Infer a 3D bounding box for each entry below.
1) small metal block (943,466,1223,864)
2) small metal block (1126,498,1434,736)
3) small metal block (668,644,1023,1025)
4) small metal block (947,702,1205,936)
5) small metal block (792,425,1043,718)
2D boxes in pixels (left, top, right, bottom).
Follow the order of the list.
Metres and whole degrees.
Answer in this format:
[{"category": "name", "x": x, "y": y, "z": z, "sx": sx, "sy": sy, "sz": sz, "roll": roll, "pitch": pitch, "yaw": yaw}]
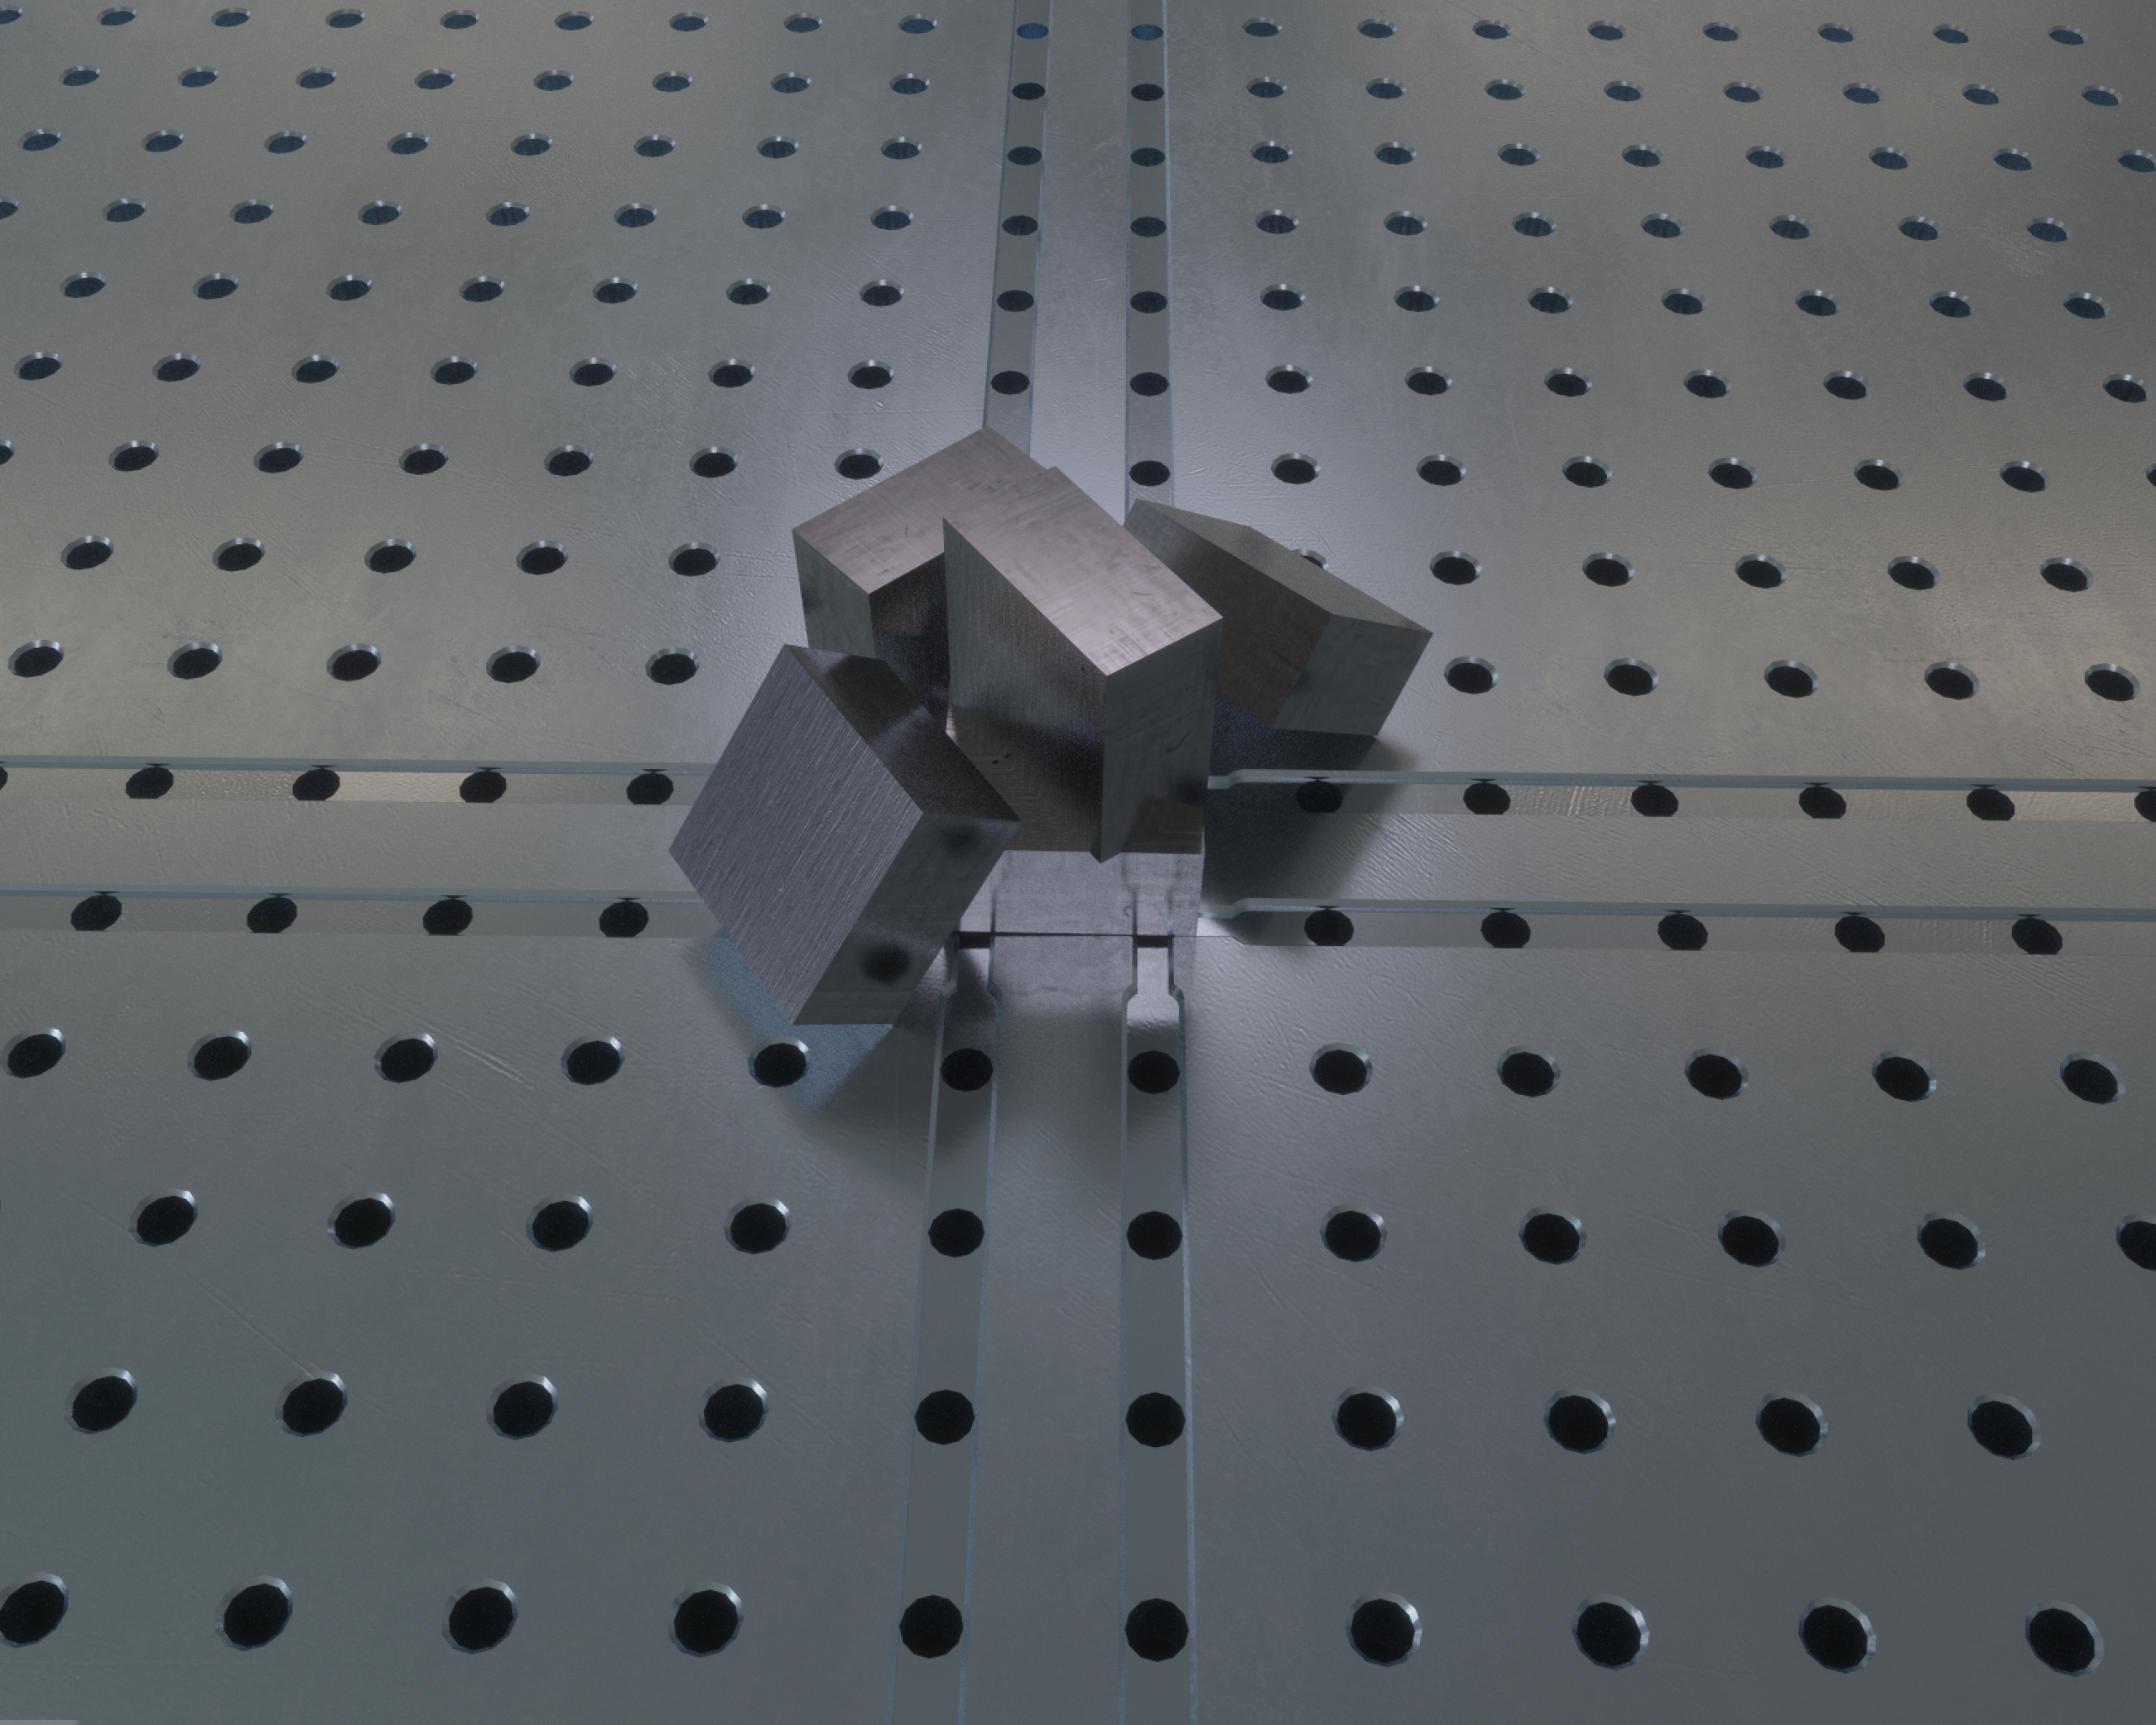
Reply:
[{"category": "small metal block", "x": 0.000, "y": -0.037, "z": 0.390, "sx": 0.025, "sy": 0.050, "sz": 0.050, "roll": -29, "pitch": 56, "yaw": -23}, {"category": "small metal block", "x": 0.038, "y": -0.050, "z": 0.433, "sx": 0.050, "sy": 0.025, "sz": 0.050, "roll": 35, "pitch": 19, "yaw": 26}, {"category": "small metal block", "x": -0.045, "y": -0.005, "z": 0.392, "sx": 0.025, "sy": 0.050, "sz": 0.050, "roll": 5, "pitch": 36, "yaw": -48}, {"category": "small metal block", "x": -0.001, "y": -0.013, "z": 0.418, "sx": 0.050, "sy": 0.025, "sz": 0.050, "roll": 1, "pitch": 50, "yaw": -1}, {"category": "small metal block", "x": -0.030, "y": -0.056, "z": 0.438, "sx": 0.050, "sy": 0.050, "sz": 0.025, "roll": -34, "pitch": 58, "yaw": -25}]
